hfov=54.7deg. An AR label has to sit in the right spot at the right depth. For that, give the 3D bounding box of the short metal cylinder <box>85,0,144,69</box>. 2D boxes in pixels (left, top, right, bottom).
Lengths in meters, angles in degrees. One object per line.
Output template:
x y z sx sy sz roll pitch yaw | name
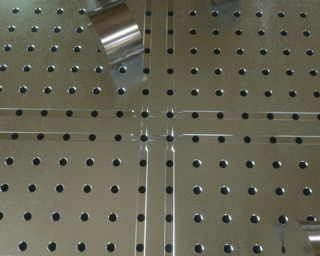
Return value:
-0.062 -0.129 0.429 0.050 0.080 0.080 -27 72 -9 | short metal cylinder

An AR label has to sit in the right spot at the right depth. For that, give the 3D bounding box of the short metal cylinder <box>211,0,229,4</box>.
0.102 -0.238 0.470 0.050 0.080 0.080 -22 72 -8 | short metal cylinder

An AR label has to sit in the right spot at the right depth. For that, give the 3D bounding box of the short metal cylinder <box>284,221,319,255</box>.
0.174 0.141 0.332 0.050 0.080 0.080 0 70 0 | short metal cylinder
